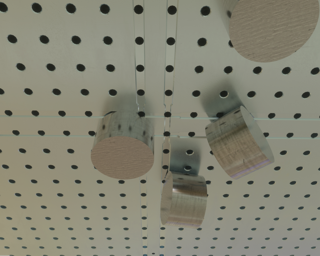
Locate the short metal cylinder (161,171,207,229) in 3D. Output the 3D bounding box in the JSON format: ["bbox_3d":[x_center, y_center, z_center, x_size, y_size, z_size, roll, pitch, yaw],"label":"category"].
[{"bbox_3d":[0.034,0.108,0.469,0.050,0.080,0.079,10,130,-9],"label":"short metal cylinder"}]

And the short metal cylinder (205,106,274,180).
[{"bbox_3d":[0.101,0.019,0.393,0.050,0.080,0.080,-32,124,24],"label":"short metal cylinder"}]

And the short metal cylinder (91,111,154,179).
[{"bbox_3d":[-0.048,0.024,0.415,0.081,0.050,0.079,0,130,0],"label":"short metal cylinder"}]

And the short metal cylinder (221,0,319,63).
[{"bbox_3d":[0.103,-0.112,0.302,0.081,0.050,0.079,-1,130,0],"label":"short metal cylinder"}]
